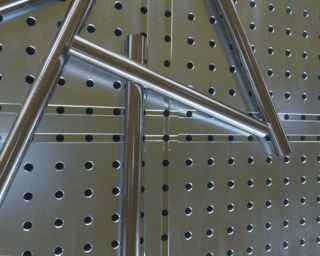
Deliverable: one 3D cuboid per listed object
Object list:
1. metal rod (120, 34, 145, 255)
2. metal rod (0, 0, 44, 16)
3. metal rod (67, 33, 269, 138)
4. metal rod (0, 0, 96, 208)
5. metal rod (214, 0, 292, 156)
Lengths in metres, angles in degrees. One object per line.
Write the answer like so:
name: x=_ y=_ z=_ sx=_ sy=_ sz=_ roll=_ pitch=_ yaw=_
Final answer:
metal rod: x=-0.035 y=0.031 z=0.400 sx=0.025 sy=0.025 sz=0.298 roll=2 pitch=90 yaw=-20
metal rod: x=-0.105 y=-0.182 z=0.373 sx=0.302 sy=0.025 sz=0.025 roll=-30 pitch=100 yaw=-18
metal rod: x=0.029 y=-0.044 z=0.405 sx=0.302 sy=0.025 sz=0.025 roll=21 pitch=83 yaw=-27
metal rod: x=-0.144 y=-0.028 z=0.359 sx=0.025 sy=0.025 sz=0.299 roll=25 pitch=82 yaw=-19
metal rod: x=0.133 y=-0.096 z=0.463 sx=0.025 sy=0.025 sz=0.299 roll=-28 pitch=100 yaw=-18
